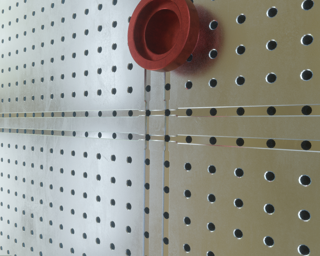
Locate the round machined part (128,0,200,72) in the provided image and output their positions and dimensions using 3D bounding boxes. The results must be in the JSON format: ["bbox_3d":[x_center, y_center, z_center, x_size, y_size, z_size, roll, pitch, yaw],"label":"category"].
[{"bbox_3d":[0.009,-0.119,0.390,0.098,0.042,0.097,0,90,39],"label":"round machined part"}]
